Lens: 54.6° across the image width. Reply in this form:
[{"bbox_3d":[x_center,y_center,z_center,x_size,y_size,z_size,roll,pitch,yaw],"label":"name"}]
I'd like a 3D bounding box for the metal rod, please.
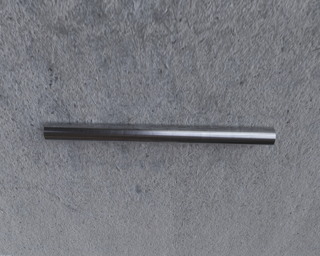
[{"bbox_3d":[0.001,0.008,0.415,0.302,0.025,0.025,1,130,-2],"label":"metal rod"}]
